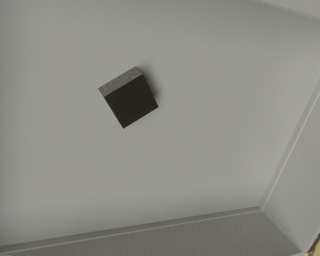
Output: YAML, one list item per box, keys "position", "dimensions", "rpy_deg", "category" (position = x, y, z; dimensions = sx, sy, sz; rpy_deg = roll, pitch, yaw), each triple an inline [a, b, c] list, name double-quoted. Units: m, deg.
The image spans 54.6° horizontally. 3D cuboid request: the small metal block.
- position: [-0.037, -0.036, 0.366]
  dimensions: [0.050, 0.025, 0.050]
  rpy_deg: [-32, 129, -7]
  category: "small metal block"
